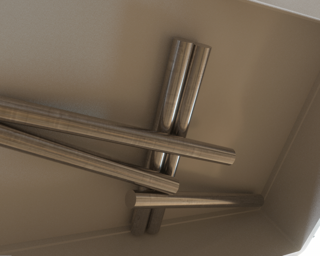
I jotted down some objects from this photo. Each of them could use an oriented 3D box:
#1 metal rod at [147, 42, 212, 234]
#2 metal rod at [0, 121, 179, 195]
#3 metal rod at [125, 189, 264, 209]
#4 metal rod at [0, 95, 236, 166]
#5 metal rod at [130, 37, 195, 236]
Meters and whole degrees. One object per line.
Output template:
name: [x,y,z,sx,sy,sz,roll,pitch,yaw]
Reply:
metal rod: [0.019,0.031,0.436,0.025,0.025,0.298,-1,119,-28]
metal rod: [-0.100,0.032,0.356,0.302,0.025,0.025,23,106,-31]
metal rod: [0.076,0.116,0.500,0.302,0.025,0.025,12,113,-40]
metal rod: [-0.033,0.010,0.371,0.302,0.025,0.025,13,112,-27]
metal rod: [-0.004,0.029,0.422,0.025,0.025,0.298,-1,119,-28]
